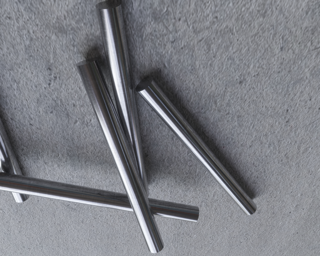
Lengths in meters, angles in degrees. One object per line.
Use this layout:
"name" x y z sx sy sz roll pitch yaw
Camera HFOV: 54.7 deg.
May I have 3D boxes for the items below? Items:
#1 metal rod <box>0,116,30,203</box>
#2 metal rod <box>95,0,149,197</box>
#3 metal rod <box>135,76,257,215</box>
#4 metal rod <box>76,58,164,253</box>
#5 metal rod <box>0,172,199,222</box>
"metal rod" -0.218 -0.004 0.401 0.025 0.025 0.298 1 130 -1
"metal rod" -0.040 -0.008 0.400 0.025 0.025 0.298 -3 130 2
"metal rod" 0.066 0.042 0.443 0.025 0.025 0.300 -28 125 21
"metal rod" -0.044 0.054 0.411 0.025 0.025 0.298 -12 117 9
"metal rod" -0.087 0.104 0.460 0.302 0.025 0.025 13 129 -11
